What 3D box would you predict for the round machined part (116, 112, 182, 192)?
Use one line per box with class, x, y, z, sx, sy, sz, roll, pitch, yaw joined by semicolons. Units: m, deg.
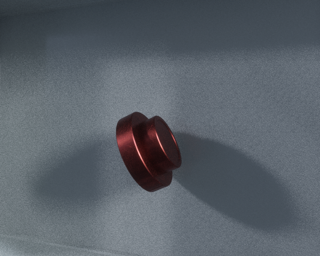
round machined part;-0.008;0.024;0.375;0.042;0.098;0.098;-25;82;16
